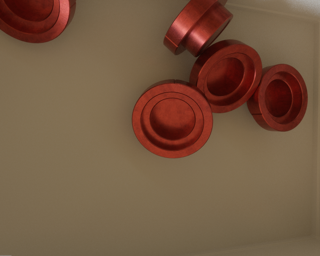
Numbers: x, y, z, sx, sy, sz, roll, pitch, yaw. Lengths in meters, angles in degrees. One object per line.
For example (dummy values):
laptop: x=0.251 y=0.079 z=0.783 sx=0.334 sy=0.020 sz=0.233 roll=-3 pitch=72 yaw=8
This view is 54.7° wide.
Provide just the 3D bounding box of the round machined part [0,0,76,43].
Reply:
round machined part: x=-0.138 y=-0.145 z=0.332 sx=0.098 sy=0.098 sz=0.042 roll=31 pitch=36 yaw=-18

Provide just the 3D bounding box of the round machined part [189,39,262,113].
round machined part: x=0.084 y=-0.072 z=0.419 sx=0.099 sy=0.042 sz=0.097 roll=-12 pitch=126 yaw=-17

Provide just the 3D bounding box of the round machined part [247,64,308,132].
round machined part: x=0.169 y=-0.044 z=0.462 sx=0.099 sy=0.042 sz=0.097 roll=-1 pitch=91 yaw=-26

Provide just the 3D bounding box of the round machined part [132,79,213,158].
round machined part: x=0.017 y=-0.014 z=0.393 sx=0.099 sy=0.042 sz=0.097 roll=2 pitch=111 yaw=5

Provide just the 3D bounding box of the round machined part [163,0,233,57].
round machined part: x=0.053 y=-0.128 z=0.388 sx=0.042 sy=0.098 sz=0.098 roll=44 pitch=76 yaw=2
